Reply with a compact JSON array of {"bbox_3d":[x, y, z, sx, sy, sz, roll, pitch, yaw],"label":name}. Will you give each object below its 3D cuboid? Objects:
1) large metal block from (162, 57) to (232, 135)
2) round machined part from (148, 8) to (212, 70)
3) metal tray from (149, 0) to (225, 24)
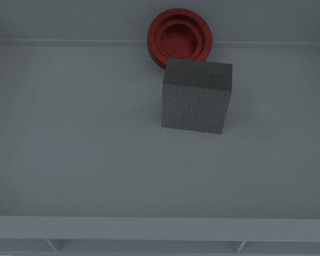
[{"bbox_3d":[0.046,-0.040,0.404,0.080,0.080,0.050,7,51,5],"label":"large metal block"},{"bbox_3d":[0.029,-0.133,0.487,0.099,0.042,0.097,1,82,-6],"label":"round machined part"},{"bbox_3d":[0.049,-0.238,0.604,0.131,0.030,0.090,-7,50,-6],"label":"metal tray"}]
